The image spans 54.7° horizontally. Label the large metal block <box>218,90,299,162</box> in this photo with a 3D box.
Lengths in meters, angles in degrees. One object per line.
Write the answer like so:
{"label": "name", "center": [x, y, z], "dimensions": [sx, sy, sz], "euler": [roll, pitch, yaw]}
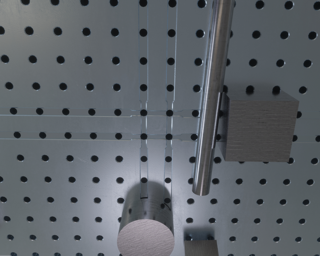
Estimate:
{"label": "large metal block", "center": [0.123, -0.003, 0.400], "dimensions": [0.081, 0.050, 0.079], "euler": [1, 110, -1]}

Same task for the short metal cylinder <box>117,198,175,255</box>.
{"label": "short metal cylinder", "center": [-0.020, 0.152, 0.456], "dimensions": [0.081, 0.050, 0.079], "euler": [0, 110, 0]}

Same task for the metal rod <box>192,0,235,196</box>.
{"label": "metal rod", "center": [0.068, -0.049, 0.395], "dimensions": [0.025, 0.025, 0.298], "euler": [3, 110, -1]}

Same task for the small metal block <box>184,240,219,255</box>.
{"label": "small metal block", "center": [0.063, 0.201, 0.471], "dimensions": [0.050, 0.050, 0.025], "euler": [-2, 136, 0]}
